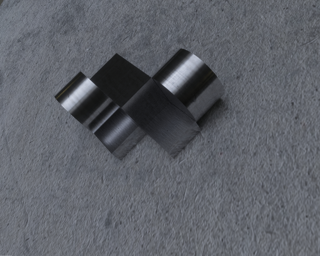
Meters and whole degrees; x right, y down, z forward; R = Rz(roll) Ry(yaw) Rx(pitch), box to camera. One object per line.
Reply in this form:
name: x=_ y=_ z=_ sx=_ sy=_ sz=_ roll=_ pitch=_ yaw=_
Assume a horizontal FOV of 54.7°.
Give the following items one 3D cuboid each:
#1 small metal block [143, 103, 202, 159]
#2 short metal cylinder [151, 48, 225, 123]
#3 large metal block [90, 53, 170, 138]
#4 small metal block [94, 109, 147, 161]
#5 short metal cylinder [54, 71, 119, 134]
small metal block: x=0.016 y=0.003 z=0.396 sx=0.050 sy=0.025 sz=0.050 roll=-46 pitch=51 yaw=-4
short metal cylinder: x=0.033 y=-0.051 z=0.385 sx=0.050 sy=0.080 sz=0.080 roll=-46 pitch=51 yaw=-4
large metal block: x=-0.035 y=-0.043 z=0.415 sx=0.050 sy=0.080 sz=0.080 roll=-46 pitch=52 yaw=-4
small metal block: x=-0.055 y=0.009 z=0.430 sx=0.050 sy=0.025 sz=0.050 roll=-46 pitch=51 yaw=-4
short metal cylinder: x=-0.103 y=-0.036 z=0.446 sx=0.050 sy=0.080 sz=0.080 roll=-46 pitch=51 yaw=-4
